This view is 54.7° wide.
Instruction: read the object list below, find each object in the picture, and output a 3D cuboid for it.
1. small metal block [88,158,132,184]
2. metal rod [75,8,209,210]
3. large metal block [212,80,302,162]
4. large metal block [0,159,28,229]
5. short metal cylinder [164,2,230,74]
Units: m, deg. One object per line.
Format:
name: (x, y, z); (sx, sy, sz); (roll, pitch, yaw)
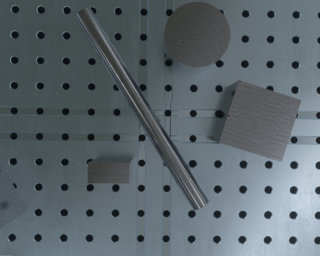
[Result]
small metal block: (-0.063, 0.055, 0.400); (0.050, 0.050, 0.025); (1, 90, -1)
metal rod: (-0.024, -0.025, 0.413); (0.025, 0.025, 0.299); (-32, 90, 0)
large metal block: (0.122, -0.008, 0.403); (0.080, 0.050, 0.080); (18, 90, -1)
large metal block: (-0.221, 0.090, 0.383); (0.050, 0.080, 0.080); (-29, 90, 0)
short metal cylinder: (0.045, -0.114, 0.401); (0.081, 0.050, 0.079); (0, 90, -1)
